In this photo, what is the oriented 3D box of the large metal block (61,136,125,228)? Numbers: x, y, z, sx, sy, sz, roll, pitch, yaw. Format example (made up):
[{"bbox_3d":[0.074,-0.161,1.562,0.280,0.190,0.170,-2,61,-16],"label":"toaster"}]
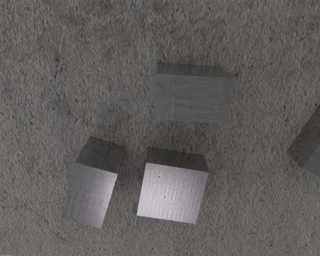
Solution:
[{"bbox_3d":[-0.085,0.068,0.405,0.050,0.080,0.079,17,109,-6],"label":"large metal block"}]

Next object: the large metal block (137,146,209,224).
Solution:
[{"bbox_3d":[0.016,0.078,0.425,0.081,0.050,0.079,9,110,-4],"label":"large metal block"}]

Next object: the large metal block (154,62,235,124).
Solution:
[{"bbox_3d":[0.035,-0.044,0.364,0.081,0.080,0.050,3,110,-1],"label":"large metal block"}]

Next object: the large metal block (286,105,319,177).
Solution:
[{"bbox_3d":[0.232,0.025,0.408,0.080,0.050,0.080,25,108,-9],"label":"large metal block"}]
